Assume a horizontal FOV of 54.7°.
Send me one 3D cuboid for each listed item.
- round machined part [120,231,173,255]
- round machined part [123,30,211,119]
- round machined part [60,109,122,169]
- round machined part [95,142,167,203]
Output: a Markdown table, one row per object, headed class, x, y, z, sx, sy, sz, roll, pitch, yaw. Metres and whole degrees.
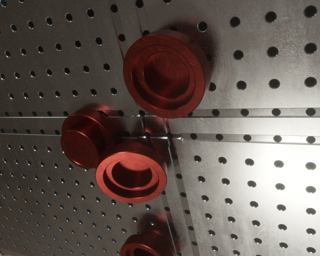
| class | x | y | z | sx | sy | sz | roll | pitch | yaw |
| --- | --- | --- | --- | --- | --- | --- | --- | --- | --- |
| round machined part | -0.017 | 0.222 | 0.545 | 0.098 | 0.042 | 0.097 | 13 | 124 | 20 |
| round machined part | 0.011 | -0.063 | 0.354 | 0.098 | 0.042 | 0.097 | 13 | 124 | 20 |
| round machined part | -0.110 | 0.023 | 0.470 | 0.098 | 0.042 | 0.097 | 13 | 124 | 20 |
| round machined part | -0.039 | 0.059 | 0.441 | 0.099 | 0.042 | 0.097 | 1 | 125 | 2 |
